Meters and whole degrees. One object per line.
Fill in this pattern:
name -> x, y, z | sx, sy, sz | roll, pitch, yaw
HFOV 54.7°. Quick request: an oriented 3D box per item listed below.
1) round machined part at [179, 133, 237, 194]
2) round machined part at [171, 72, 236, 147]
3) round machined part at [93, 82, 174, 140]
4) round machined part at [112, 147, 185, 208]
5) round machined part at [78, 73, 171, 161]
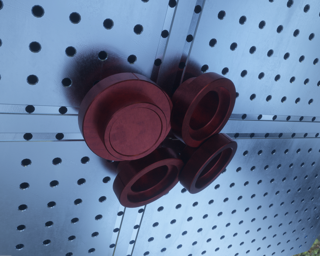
round machined part -> 0.063, 0.045, 0.449 | 0.099, 0.042, 0.097 | -35, 150, -24
round machined part -> 0.050, -0.027, 0.401 | 0.099, 0.042, 0.097 | -28, 136, -30
round machined part -> -0.036, -0.016, 0.371 | 0.099, 0.042, 0.097 | -14, 125, -21
round machined part -> -0.019, 0.060, 0.417 | 0.099, 0.042, 0.097 | -24, 144, -18
round machined part -> -0.032, -0.005, 0.326 | 0.099, 0.042, 0.097 | -14, 125, -21
